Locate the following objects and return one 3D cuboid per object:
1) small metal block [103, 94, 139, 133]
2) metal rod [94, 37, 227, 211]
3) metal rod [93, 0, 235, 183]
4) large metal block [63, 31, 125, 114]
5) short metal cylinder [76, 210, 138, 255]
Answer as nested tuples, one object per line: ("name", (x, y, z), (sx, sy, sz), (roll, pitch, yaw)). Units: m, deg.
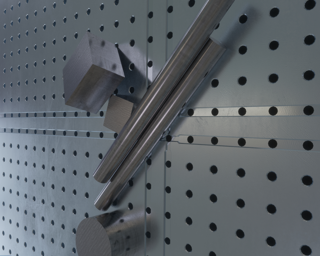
("small metal block", (-0.053, -0.019, 0.453), (0.050, 0.025, 0.050), (25, 105, 37))
("metal rod", (-0.012, 0.011, 0.419), (0.025, 0.025, 0.298), (51, 119, 28))
("metal rod", (-0.008, -0.037, 0.388), (0.025, 0.025, 0.298), (51, 120, 28))
("large metal block", (-0.102, -0.081, 0.462), (0.080, 0.050, 0.080), (-46, 43, 30))
("short metal cylinder", (-0.080, 0.168, 0.459), (0.080, 0.050, 0.079), (0, 90, 40))
